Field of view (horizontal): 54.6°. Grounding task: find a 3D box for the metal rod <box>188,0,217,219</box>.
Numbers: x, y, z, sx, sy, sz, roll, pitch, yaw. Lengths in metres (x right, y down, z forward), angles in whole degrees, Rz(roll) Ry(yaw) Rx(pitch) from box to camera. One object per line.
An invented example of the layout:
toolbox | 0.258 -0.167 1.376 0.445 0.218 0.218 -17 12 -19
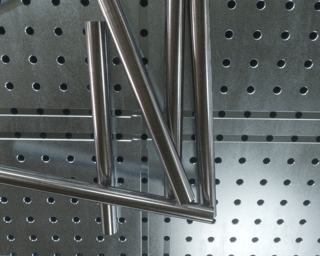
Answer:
metal rod | 0.058 -0.011 0.409 0.025 0.025 0.298 -5 110 2

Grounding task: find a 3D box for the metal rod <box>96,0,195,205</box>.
metal rod | -0.019 -0.041 0.381 0.025 0.025 0.299 -20 103 7

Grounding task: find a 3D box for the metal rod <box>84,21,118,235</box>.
metal rod | -0.076 0.014 0.417 0.025 0.025 0.298 0 110 0

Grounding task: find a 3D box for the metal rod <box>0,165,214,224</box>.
metal rod | -0.076 0.089 0.417 0.302 0.025 0.025 12 110 -5

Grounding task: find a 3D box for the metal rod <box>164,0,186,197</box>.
metal rod | 0.018 -0.043 0.397 0.025 0.025 0.298 0 110 0
